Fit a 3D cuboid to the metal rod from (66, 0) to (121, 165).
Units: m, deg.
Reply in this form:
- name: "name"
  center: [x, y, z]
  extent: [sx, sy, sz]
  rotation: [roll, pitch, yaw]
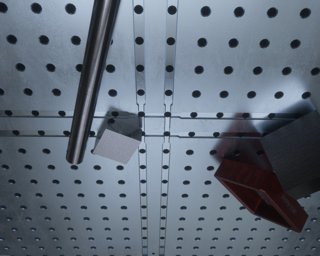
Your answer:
- name: "metal rod"
  center: [-0.077, -0.065, 0.354]
  extent: [0.025, 0.025, 0.298]
  rotation: [14, 129, -12]

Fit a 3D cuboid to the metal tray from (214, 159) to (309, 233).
- name: "metal tray"
  center: [0.151, 0.100, 0.461]
  extent: [0.130, 0.030, 0.090]
  rotation: [45, 160, -31]

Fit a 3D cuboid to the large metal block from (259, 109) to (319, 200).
- name: "large metal block"
  center: [0.190, 0.036, 0.402]
  extent: [0.080, 0.080, 0.050]
  rotation: [-32, 141, 24]

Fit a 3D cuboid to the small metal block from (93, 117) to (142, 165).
- name: "small metal block"
  center: [-0.058, 0.018, 0.427]
  extent: [0.050, 0.025, 0.050]
  rotation: [21, 127, -18]
